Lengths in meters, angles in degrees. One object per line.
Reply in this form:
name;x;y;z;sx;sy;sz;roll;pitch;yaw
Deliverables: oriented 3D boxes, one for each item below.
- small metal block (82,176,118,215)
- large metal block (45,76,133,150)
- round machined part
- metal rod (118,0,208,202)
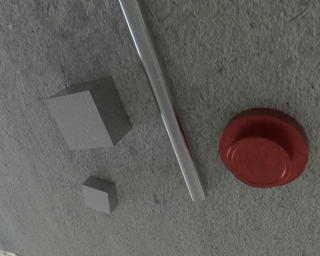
small metal block;-0.102;0.115;0.529;0.050;0.025;0.050;12;124;21
large metal block;-0.097;-0.019;0.428;0.080;0.050;0.080;-7;115;31
round machined part;0.115;0.029;0.353;0.098;0.042;0.097;13;124;20
metal rod;0.007;-0.035;0.380;0.025;0.025;0.298;-7;115;31
